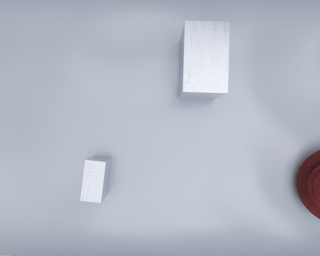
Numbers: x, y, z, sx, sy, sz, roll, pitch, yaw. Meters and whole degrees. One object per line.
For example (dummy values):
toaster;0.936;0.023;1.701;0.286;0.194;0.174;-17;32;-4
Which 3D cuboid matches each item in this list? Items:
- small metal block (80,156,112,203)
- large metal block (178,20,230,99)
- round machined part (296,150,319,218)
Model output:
small metal block;-0.081;0.064;0.398;0.025;0.050;0.050;7;90;0
large metal block;0.052;-0.080;0.385;0.050;0.080;0.079;2;90;0
round machined part;0.222;0.072;0.383;0.098;0.042;0.097;-2;86;32
